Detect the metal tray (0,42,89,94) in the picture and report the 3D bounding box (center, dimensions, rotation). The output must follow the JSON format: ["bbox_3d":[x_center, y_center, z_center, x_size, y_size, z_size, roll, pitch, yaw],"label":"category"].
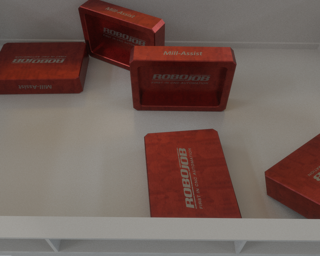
[{"bbox_3d":[-0.182,-0.094,0.478,0.131,0.030,0.090,-1,50,-1],"label":"metal tray"}]

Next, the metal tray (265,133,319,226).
[{"bbox_3d":[0.194,0.048,0.340,0.131,0.030,0.090,-28,30,-22],"label":"metal tray"}]

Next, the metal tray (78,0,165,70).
[{"bbox_3d":[-0.057,-0.137,0.476,0.130,0.089,0.030,23,54,18],"label":"metal tray"}]

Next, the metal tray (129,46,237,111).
[{"bbox_3d":[0.028,-0.064,0.416,0.131,0.089,0.030,1,50,0],"label":"metal tray"}]

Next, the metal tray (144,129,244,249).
[{"bbox_3d":[0.032,0.062,0.350,0.091,0.030,0.130,-4,50,-4],"label":"metal tray"}]
